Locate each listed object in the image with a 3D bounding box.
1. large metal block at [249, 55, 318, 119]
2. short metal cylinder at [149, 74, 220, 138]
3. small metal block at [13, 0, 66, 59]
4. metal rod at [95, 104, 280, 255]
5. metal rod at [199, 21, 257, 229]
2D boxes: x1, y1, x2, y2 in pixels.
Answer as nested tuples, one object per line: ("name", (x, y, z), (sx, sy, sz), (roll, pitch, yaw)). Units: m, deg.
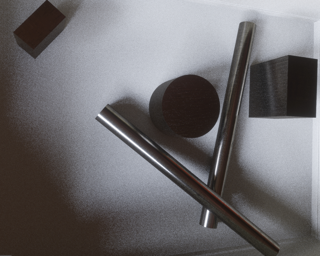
("large metal block", (0.175, -0.055, 0.448), (0.050, 0.080, 0.079), (2, 90, -20))
("short metal cylinder", (0.031, -0.027, 0.410), (0.081, 0.050, 0.079), (0, 90, -21))
("small metal block", (-0.134, -0.109, 0.348), (0.025, 0.050, 0.050), (42, 77, -16))
("metal rod", (0.041, 0.074, 0.406), (0.300, 0.025, 0.025), (40, 77, -8))
("metal rod", (0.099, -0.007, 0.448), (0.025, 0.025, 0.298), (14, 85, -20))
